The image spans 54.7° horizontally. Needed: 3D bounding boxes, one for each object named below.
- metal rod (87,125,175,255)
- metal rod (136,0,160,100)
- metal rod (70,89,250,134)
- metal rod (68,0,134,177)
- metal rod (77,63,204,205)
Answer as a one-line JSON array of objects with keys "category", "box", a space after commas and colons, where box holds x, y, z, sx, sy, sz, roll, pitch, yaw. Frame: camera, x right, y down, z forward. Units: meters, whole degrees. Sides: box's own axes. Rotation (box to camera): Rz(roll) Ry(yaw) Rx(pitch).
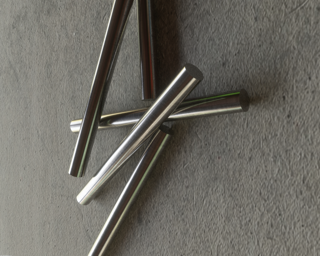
[{"category": "metal rod", "box": [-0.059, 0.124, 0.453, 0.025, 0.025, 0.298, 43, 116, 31]}, {"category": "metal rod", "box": [-0.021, -0.186, 0.422, 0.025, 0.025, 0.298, -5, 87, 40]}, {"category": "metal rod", "box": [-0.025, -0.016, 0.425, 0.300, 0.025, 0.025, -7, 86, 39]}, {"category": "metal rod", "box": [-0.082, -0.067, 0.438, 0.025, 0.025, 0.298, 30, 109, 36]}, {"category": "metal rod", "box": [-0.044, 0.028, 0.419, 0.298, 0.025, 0.025, -47, 62, 37]}]
